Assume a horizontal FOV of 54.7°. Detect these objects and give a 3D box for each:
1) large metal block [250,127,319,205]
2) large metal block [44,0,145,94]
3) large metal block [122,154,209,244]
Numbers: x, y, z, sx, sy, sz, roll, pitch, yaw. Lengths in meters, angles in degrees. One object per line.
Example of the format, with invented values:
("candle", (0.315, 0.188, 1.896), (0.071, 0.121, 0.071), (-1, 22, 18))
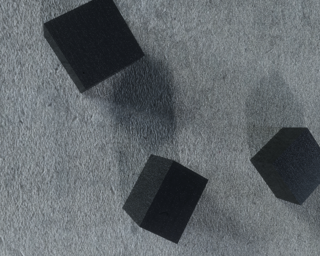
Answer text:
("large metal block", (0.199, 0.055, 0.469), (0.080, 0.050, 0.080), (-41, 103, -15))
("large metal block", (-0.078, -0.097, 0.367), (0.080, 0.050, 0.080), (-34, 101, -17))
("large metal block", (0.004, 0.082, 0.381), (0.050, 0.080, 0.080), (31, 80, -18))
